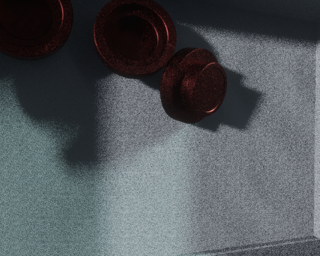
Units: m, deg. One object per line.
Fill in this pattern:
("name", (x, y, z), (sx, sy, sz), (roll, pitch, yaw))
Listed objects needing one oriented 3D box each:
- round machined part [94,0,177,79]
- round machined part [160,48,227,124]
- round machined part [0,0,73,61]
("round machined part", (-0.032, -0.108, 0.385), (0.099, 0.042, 0.097), (1, 85, -14))
("round machined part", (0.050, -0.052, 0.397), (0.099, 0.042, 0.097), (-19, 118, -41))
("round machined part", (-0.149, -0.124, 0.346), (0.099, 0.042, 0.097), (0, 90, -20))
